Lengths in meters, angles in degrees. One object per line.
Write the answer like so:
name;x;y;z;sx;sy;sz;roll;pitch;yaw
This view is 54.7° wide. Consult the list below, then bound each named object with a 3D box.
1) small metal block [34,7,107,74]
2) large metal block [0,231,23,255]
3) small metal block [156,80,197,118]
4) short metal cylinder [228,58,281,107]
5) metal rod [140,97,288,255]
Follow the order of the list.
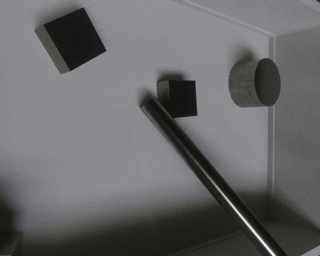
small metal block;-0.094;-0.092;0.329;0.050;0.025;0.050;-41;115;-33
large metal block;-0.145;0.132;0.242;0.050;0.080;0.080;7;85;-16
small metal block;0.024;-0.040;0.429;0.050;0.025;0.050;-7;95;-40
short metal cylinder;0.162;-0.075;0.530;0.081;0.050;0.079;0;90;-40
metal rod;0.080;0.083;0.393;0.025;0.025;0.300;-38;88;-34
